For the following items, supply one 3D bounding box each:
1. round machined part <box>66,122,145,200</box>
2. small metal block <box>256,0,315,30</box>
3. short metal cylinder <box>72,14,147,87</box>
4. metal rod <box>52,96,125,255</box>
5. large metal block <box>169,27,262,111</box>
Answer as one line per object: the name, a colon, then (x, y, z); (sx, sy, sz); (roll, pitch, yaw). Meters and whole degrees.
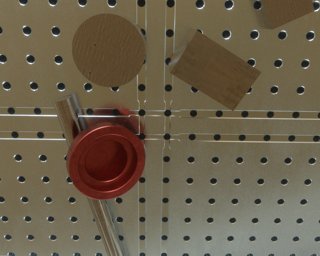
round machined part: (-0.072, 0.040, 0.405); (0.099, 0.042, 0.097); (-7, 106, -25)
small metal block: (0.143, -0.150, 0.360); (0.050, 0.025, 0.050); (-24, 109, 8)
short metal cylinder: (-0.057, -0.093, 0.365); (0.081, 0.050, 0.079); (0, 110, -1)
metal rod: (-0.093, 0.099, 0.448); (0.025, 0.025, 0.298); (-12, 110, 4)
large metal block: (0.058, -0.071, 0.359); (0.080, 0.080, 0.050); (30, 107, -11)
